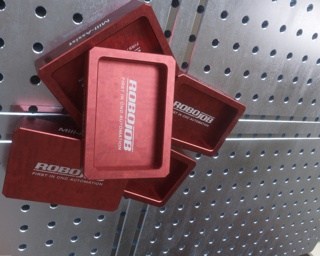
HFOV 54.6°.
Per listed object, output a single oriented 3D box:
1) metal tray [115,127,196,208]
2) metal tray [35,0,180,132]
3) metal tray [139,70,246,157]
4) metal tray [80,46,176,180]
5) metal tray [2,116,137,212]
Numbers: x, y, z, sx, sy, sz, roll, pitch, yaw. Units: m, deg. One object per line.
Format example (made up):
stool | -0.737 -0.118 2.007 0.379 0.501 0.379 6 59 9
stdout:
metal tray | -0.022 0.054 0.427 0.131 0.030 0.090 28 103 -38
metal tray | -0.052 -0.065 0.337 0.130 0.030 0.090 -34 128 -6
metal tray | 0.045 -0.017 0.420 0.131 0.030 0.090 19 109 -36
metal tray | -0.034 -0.014 0.325 0.091 0.030 0.129 2 93 -21
metal tray | -0.102 0.045 0.358 0.131 0.030 0.089 13 113 -19
